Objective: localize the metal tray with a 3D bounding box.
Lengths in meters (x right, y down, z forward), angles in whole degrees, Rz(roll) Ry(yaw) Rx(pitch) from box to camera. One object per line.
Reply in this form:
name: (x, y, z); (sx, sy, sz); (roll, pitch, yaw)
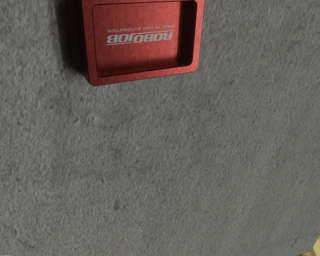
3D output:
metal tray: (-0.019, -0.100, 0.332); (0.131, 0.030, 0.089); (-12, 124, -22)
